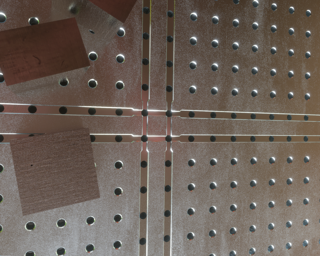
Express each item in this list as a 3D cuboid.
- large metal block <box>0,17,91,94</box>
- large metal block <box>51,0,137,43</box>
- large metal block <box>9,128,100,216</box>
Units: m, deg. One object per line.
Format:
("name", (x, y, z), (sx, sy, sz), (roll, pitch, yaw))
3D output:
("large metal block", (-0.127, -0.075, 0.336), (0.081, 0.080, 0.050), (-19, 97, -19))
("large metal block", (-0.074, -0.151, 0.356), (0.080, 0.080, 0.050), (29, 81, -18))
("large metal block", (-0.119, 0.045, 0.356), (0.081, 0.050, 0.080), (-10, 94, -20))
